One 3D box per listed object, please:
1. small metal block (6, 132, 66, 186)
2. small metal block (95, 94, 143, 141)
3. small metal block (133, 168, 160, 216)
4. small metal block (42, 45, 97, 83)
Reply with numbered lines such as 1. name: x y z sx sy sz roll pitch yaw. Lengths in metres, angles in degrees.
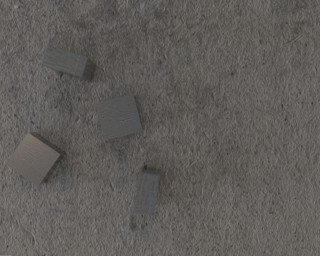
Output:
1. small metal block: -0.162 0.040 0.409 0.050 0.025 0.050 35 90 0
2. small metal block: -0.053 -0.014 0.409 0.050 0.025 0.050 -14 90 0
3. small metal block: -0.016 0.080 0.397 0.025 0.050 0.050 9 90 0
4. small metal block: -0.114 -0.080 0.396 0.050 0.050 0.025 17 90 0
